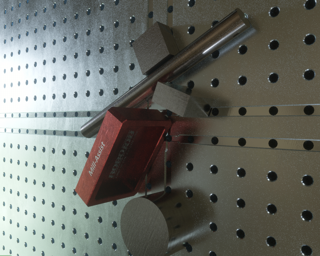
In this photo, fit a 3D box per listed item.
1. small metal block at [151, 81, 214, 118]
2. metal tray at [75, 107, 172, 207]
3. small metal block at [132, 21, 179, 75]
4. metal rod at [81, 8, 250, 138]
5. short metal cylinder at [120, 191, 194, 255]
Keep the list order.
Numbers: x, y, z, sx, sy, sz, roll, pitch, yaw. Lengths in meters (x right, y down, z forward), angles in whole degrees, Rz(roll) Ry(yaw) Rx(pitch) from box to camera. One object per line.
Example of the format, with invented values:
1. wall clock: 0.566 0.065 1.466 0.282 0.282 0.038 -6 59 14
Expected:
1. small metal block: 0.027 -0.033 0.371 0.050 0.050 0.025 29 109 36
2. metal tray: -0.047 0.037 0.405 0.030 0.091 0.129 40 114 33
3. small metal block: -0.005 -0.104 0.414 0.050 0.025 0.050 -31 70 35
4. metal rod: -0.014 -0.057 0.421 0.299 0.025 0.025 -31 71 35
5. short metal cylinder: -0.005 0.125 0.397 0.080 0.050 0.080 0 90 40
